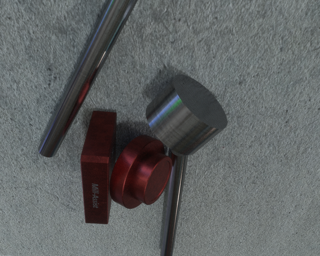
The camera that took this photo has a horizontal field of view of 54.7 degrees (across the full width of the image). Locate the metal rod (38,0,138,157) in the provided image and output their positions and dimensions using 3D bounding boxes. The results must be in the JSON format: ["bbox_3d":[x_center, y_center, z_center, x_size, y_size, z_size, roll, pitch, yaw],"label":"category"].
[{"bbox_3d":[-0.081,-0.067,0.349,0.025,0.025,0.298,24,126,-19],"label":"metal rod"}]

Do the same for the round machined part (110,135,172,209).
[{"bbox_3d":[-0.019,0.062,0.407,0.042,0.098,0.097,21,135,25],"label":"round machined part"}]

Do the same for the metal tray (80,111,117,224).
[{"bbox_3d":[-0.078,0.053,0.409,0.030,0.090,0.129,5,130,-4],"label":"metal tray"}]

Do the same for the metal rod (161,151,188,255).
[{"bbox_3d":[0.020,0.144,0.529,0.025,0.025,0.298,2,130,-2],"label":"metal rod"}]

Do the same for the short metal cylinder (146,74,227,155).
[{"bbox_3d":[0.031,-0.015,0.358,0.080,0.080,0.050,30,124,-23],"label":"short metal cylinder"}]
